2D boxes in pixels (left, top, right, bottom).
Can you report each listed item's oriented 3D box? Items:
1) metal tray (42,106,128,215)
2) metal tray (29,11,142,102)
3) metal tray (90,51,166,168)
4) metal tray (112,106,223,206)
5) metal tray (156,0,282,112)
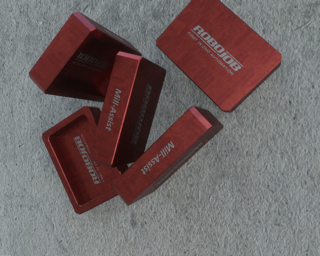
[{"bbox_3d":[-0.103,0.045,0.442,0.090,0.030,0.130,-30,81,17],"label":"metal tray"},{"bbox_3d":[-0.084,-0.079,0.383,0.030,0.130,0.090,45,104,14],"label":"metal tray"},{"bbox_3d":[-0.036,-0.021,0.387,0.030,0.090,0.129,17,96,19],"label":"metal tray"},{"bbox_3d":[0.013,0.032,0.370,0.130,0.090,0.030,-45,76,14],"label":"metal tray"},{"bbox_3d":[0.070,-0.094,0.382,0.090,0.030,0.130,-46,76,14],"label":"metal tray"}]
